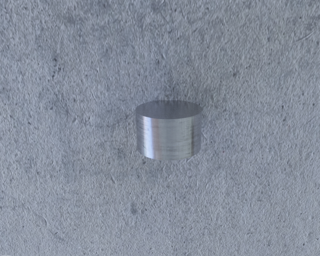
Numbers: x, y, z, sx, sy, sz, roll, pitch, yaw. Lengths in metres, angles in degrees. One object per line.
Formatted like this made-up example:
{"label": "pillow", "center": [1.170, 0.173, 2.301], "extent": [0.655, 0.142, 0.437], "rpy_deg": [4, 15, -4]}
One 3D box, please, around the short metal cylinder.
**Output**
{"label": "short metal cylinder", "center": [0.011, 0.000, 0.382], "extent": [0.081, 0.080, 0.050], "rpy_deg": [-1, 110, 0]}
